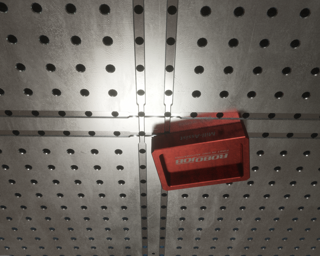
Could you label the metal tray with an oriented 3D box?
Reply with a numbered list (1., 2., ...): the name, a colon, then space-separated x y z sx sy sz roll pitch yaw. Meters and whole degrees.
1. metal tray: 0.060 0.044 0.446 0.131 0.030 0.090 -9 130 7
